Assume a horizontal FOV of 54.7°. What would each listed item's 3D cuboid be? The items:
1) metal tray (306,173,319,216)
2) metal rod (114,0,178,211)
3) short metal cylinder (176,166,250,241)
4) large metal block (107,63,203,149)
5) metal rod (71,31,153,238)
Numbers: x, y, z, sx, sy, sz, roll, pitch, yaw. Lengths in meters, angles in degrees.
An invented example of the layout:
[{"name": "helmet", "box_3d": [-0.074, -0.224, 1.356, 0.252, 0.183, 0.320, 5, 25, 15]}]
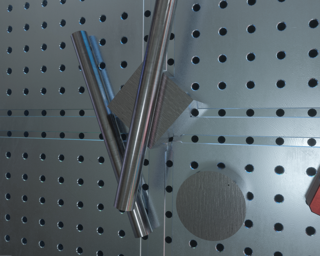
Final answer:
[{"name": "metal tray", "box_3d": [0.239, 0.074, 0.326, 0.130, 0.030, 0.090, 25, 98, 18]}, {"name": "metal rod", "box_3d": [-0.013, -0.050, 0.363, 0.025, 0.025, 0.298, 13, 94, 19]}, {"name": "short metal cylinder", "box_3d": [0.065, 0.089, 0.376, 0.080, 0.050, 0.079, 0, 90, 20]}, {"name": "large metal block", "box_3d": [-0.006, -0.030, 0.401, 0.080, 0.050, 0.080, 44, 104, 14]}, {"name": "metal rod", "box_3d": [-0.070, 0.004, 0.437, 0.025, 0.025, 0.299, -21, 83, 19]}]
